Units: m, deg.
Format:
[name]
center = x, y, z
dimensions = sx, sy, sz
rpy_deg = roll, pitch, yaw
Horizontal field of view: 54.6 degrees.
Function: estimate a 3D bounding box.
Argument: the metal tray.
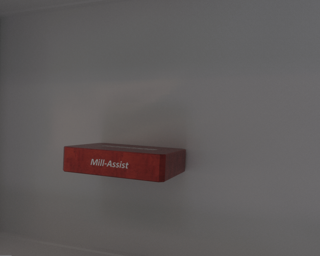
[metal tray]
center = -0.042, 0.040, 0.391
dimensions = 0.130, 0.090, 0.030
rpy_deg = 3, 91, 20
